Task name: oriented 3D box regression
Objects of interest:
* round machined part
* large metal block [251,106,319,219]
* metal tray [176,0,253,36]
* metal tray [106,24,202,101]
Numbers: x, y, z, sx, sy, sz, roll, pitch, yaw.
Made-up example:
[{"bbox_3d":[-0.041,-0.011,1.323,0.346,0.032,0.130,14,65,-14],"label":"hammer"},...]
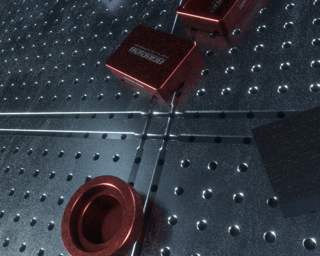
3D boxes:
[{"bbox_3d":[-0.062,0.109,0.364,0.098,0.042,0.098,-13,56,21],"label":"round machined part"},{"bbox_3d":[0.143,0.032,0.297,0.080,0.050,0.080,-21,54,16],"label":"large metal block"},{"bbox_3d":[0.098,-0.210,0.481,0.090,0.030,0.130,29,77,37],"label":"metal tray"},{"bbox_3d":[-0.013,-0.104,0.476,0.130,0.030,0.090,31,79,37],"label":"metal tray"}]
